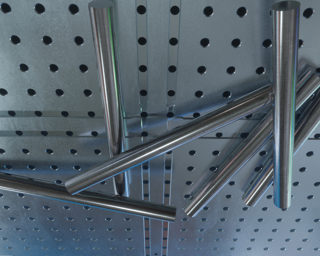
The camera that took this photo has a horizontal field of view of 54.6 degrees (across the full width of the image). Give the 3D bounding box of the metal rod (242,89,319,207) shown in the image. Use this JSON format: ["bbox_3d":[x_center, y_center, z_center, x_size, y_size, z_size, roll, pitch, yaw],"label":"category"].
[{"bbox_3d":[0.187,0.010,0.421,0.025,0.025,0.298,12,129,-10],"label":"metal rod"}]

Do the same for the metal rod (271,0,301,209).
[{"bbox_3d":[0.151,0.000,0.377,0.025,0.025,0.299,-10,129,9],"label":"metal rod"}]

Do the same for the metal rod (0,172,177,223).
[{"bbox_3d":[-0.125,0.103,0.474,0.301,0.025,0.025,11,130,-1],"label":"metal rod"}]

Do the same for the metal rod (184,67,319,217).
[{"bbox_3d":[0.117,0.039,0.445,0.025,0.025,0.298,20,127,-17],"label":"metal rod"}]

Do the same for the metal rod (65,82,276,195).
[{"bbox_3d":[0.008,0.019,0.404,0.300,0.025,0.025,-25,126,11],"label":"metal rod"}]

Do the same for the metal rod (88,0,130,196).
[{"bbox_3d":[-0.059,-0.009,0.403,0.025,0.025,0.298,0,130,0],"label":"metal rod"}]
